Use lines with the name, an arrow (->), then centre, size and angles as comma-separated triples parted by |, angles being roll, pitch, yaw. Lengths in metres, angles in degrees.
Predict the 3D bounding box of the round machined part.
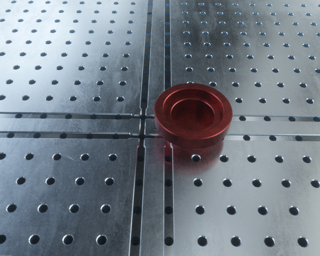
round machined part -> 0.042, -0.011, 0.407 | 0.099, 0.042, 0.098 | 0, 50, 0
